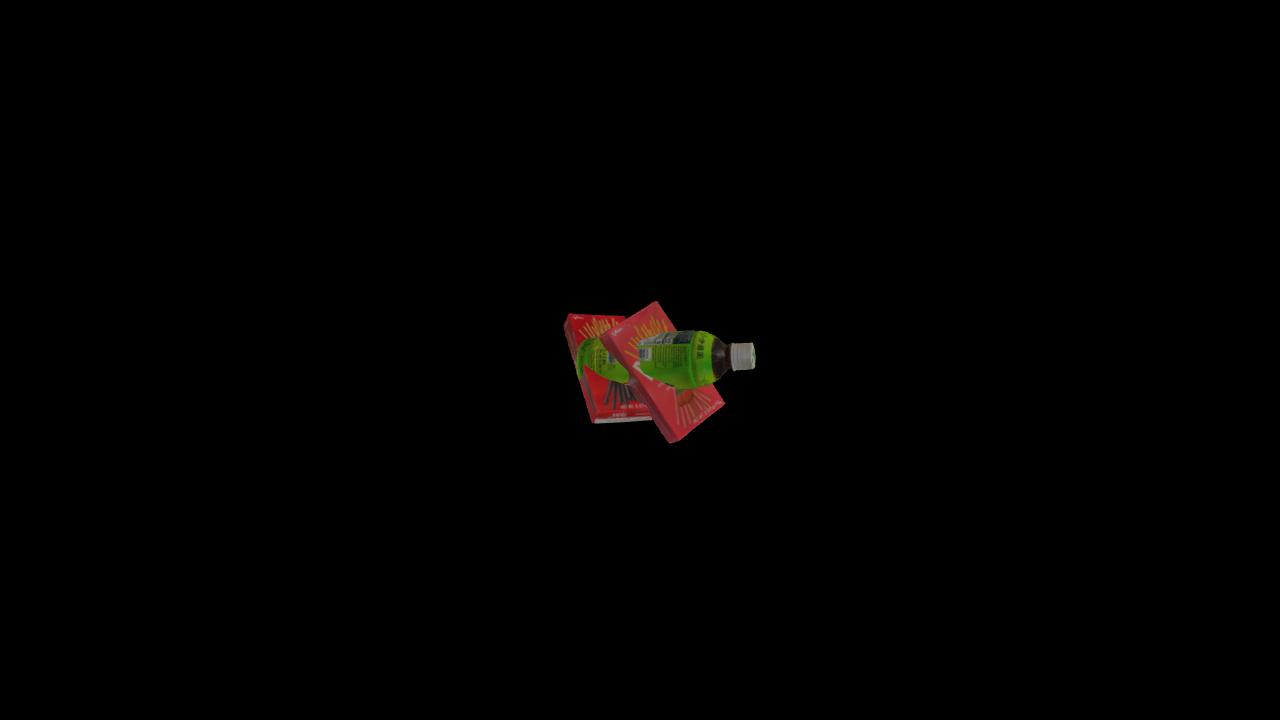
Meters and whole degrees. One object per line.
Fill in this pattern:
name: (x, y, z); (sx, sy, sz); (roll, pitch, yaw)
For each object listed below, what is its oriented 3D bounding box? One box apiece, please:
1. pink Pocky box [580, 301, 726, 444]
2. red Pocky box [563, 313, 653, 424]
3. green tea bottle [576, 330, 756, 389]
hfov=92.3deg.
pink Pocky box: (0.028, 0.013, 0.739); (0.084, 0.155, 0.029); (-34, 0, -28)
red Pocky box: (-0.038, 0.007, 0.764); (0.083, 0.155, 0.028); (-1, -38, -27)
green tea bottle: (0.030, 0.001, 0.735); (0.212, 0.073, 0.073); (-3, -1, 21)
